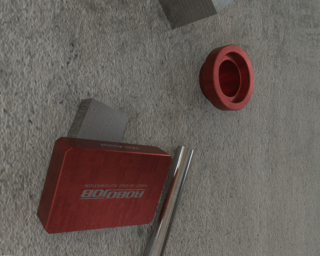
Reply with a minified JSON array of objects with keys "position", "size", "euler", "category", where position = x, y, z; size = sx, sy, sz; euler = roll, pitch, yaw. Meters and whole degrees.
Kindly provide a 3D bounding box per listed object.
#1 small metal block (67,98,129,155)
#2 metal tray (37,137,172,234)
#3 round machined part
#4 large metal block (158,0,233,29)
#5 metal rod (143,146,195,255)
[{"position":[-0.069,0.001,0.347],"size":[0.050,0.025,0.050],"euler":[29,72,-36],"category":"small metal block"},{"position":[-0.055,0.062,0.338],"size":[0.131,0.030,0.089],"euler":[9,103,-40],"category":"metal tray"},{"position":[0.098,-0.075,0.475],"size":[0.099,0.042,0.097],"euler":[0,90,-40],"category":"round machined part"},{"position":[0.040,-0.185,0.402],"size":[0.050,0.080,0.080],"euler":[-46,118,-30],"category":"large metal block"},{"position":[-0.009,0.167,0.396],"size":[0.025,0.025,0.299],"euler":[30,72,-36],"category":"metal rod"}]
